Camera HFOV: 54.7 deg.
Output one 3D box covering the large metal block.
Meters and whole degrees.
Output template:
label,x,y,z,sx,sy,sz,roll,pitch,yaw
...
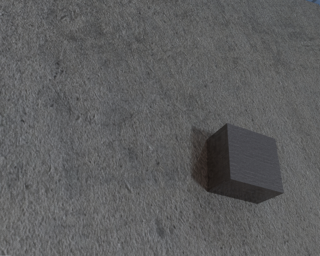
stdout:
label,x,y,z,sx,sy,sz,roll,pitch,yaw
large metal block,0.112,0.049,0.418,0.081,0.050,0.080,17,55,-19
